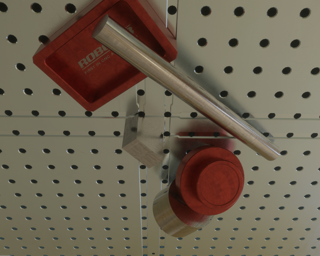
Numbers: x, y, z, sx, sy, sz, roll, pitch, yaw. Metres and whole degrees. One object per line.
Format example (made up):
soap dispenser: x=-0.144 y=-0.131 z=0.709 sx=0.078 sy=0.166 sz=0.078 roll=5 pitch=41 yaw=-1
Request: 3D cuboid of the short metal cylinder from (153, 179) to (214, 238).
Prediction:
short metal cylinder: x=0.036 y=0.120 z=0.473 sx=0.080 sy=0.080 sz=0.050 roll=22 pitch=138 yaw=-18

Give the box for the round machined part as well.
round machined part: x=0.075 y=0.075 z=0.432 sx=0.099 sy=0.042 sz=0.097 roll=-1 pitch=94 yaw=-16

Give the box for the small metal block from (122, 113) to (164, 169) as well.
small metal block: x=-0.021 y=0.017 z=0.410 sx=0.025 sy=0.050 sz=0.050 roll=-34 pitch=123 yaw=25

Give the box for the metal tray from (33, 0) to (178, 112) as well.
metal tray: x=-0.058 y=-0.083 z=0.336 sx=0.130 sy=0.030 sz=0.090 roll=-29 pitch=125 yaw=22

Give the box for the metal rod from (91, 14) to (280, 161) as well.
metal rod: x=0.054 y=-0.028 z=0.361 sx=0.301 sy=0.025 sz=0.025 roll=31 pitch=124 yaw=-34
